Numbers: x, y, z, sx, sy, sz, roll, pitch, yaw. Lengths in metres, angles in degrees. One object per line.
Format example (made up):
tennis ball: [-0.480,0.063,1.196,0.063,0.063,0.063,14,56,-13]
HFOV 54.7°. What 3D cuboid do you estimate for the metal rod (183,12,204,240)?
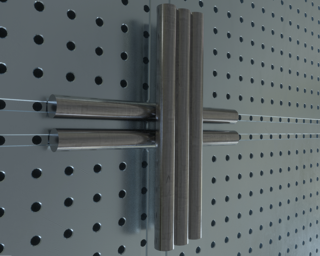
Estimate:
metal rod: [0.045,-0.003,0.417,0.025,0.025,0.298,1,90,-40]

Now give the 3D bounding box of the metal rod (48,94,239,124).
metal rod: [0.005,-0.020,0.415,0.302,0.025,0.025,1,90,-40]

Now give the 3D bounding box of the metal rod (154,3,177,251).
metal rod: [0.007,-0.001,0.385,0.025,0.025,0.298,1,90,-40]

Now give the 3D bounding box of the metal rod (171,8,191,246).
metal rod: [0.026,-0.002,0.401,0.025,0.025,0.298,1,90,-40]

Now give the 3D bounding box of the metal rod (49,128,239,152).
metal rod: [0.006,0.014,0.417,0.302,0.025,0.025,1,90,-40]
